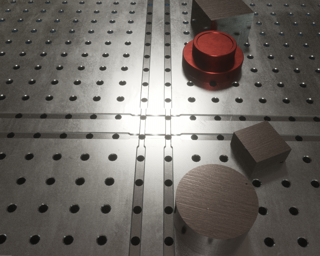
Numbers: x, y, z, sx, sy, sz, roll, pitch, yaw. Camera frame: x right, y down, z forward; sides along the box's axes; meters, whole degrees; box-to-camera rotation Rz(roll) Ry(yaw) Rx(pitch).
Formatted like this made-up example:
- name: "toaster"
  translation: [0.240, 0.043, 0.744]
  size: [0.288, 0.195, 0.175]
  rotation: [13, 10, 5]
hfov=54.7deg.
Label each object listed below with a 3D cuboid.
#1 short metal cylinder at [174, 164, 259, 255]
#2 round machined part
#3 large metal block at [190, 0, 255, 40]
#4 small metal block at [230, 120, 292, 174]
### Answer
- name: "short metal cylinder"
  translation: [0.055, 0.085, 0.321]
  size: [0.081, 0.050, 0.080]
  rotation: [0, 50, 0]
- name: "round machined part"
  translation: [0.086, -0.121, 0.499]
  size: [0.099, 0.042, 0.098]
  rotation: [1, 50, 0]
- name: "large metal block"
  translation: [0.110, -0.200, 0.561]
  size: [0.081, 0.050, 0.080]
  rotation: [-14, 52, -12]
- name: "small metal block"
  translation: [0.126, 0.023, 0.390]
  size: [0.050, 0.025, 0.050]
  rotation: [-18, 53, -15]
